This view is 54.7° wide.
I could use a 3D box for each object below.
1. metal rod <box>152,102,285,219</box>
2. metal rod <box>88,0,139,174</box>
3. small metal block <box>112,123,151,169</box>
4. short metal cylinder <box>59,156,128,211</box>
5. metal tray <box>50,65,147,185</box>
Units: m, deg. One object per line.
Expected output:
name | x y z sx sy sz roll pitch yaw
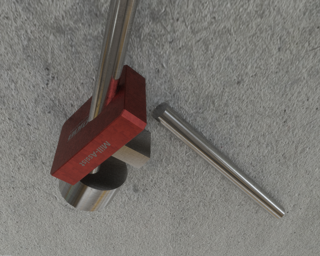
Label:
metal rod | 0.101 0.061 0.460 0.025 0.025 0.301 -35 122 26
metal rod | -0.047 -0.074 0.313 0.025 0.025 0.298 12 120 -11
small metal block | -0.040 0.018 0.406 0.050 0.050 0.025 30 124 -23
short metal cylinder | -0.092 0.066 0.426 0.080 0.080 0.050 21 127 -17
metal tray | -0.071 -0.003 0.359 0.130 0.090 0.030 -38 125 27
